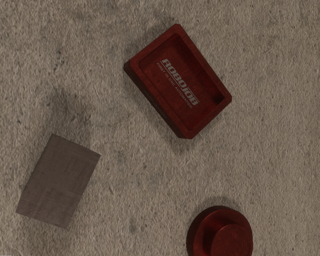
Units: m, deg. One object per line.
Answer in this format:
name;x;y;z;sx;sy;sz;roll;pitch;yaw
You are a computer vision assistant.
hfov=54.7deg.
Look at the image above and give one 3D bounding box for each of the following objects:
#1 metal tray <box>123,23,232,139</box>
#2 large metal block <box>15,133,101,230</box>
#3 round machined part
metal tray;0.026;-0.060;0.416;0.090;0.030;0.130;-43;104;-15
large metal block;-0.111;0.053;0.339;0.050;0.080;0.080;27;81;-19
round machined part;0.090;0.163;0.435;0.099;0.042;0.097;0;90;-21
